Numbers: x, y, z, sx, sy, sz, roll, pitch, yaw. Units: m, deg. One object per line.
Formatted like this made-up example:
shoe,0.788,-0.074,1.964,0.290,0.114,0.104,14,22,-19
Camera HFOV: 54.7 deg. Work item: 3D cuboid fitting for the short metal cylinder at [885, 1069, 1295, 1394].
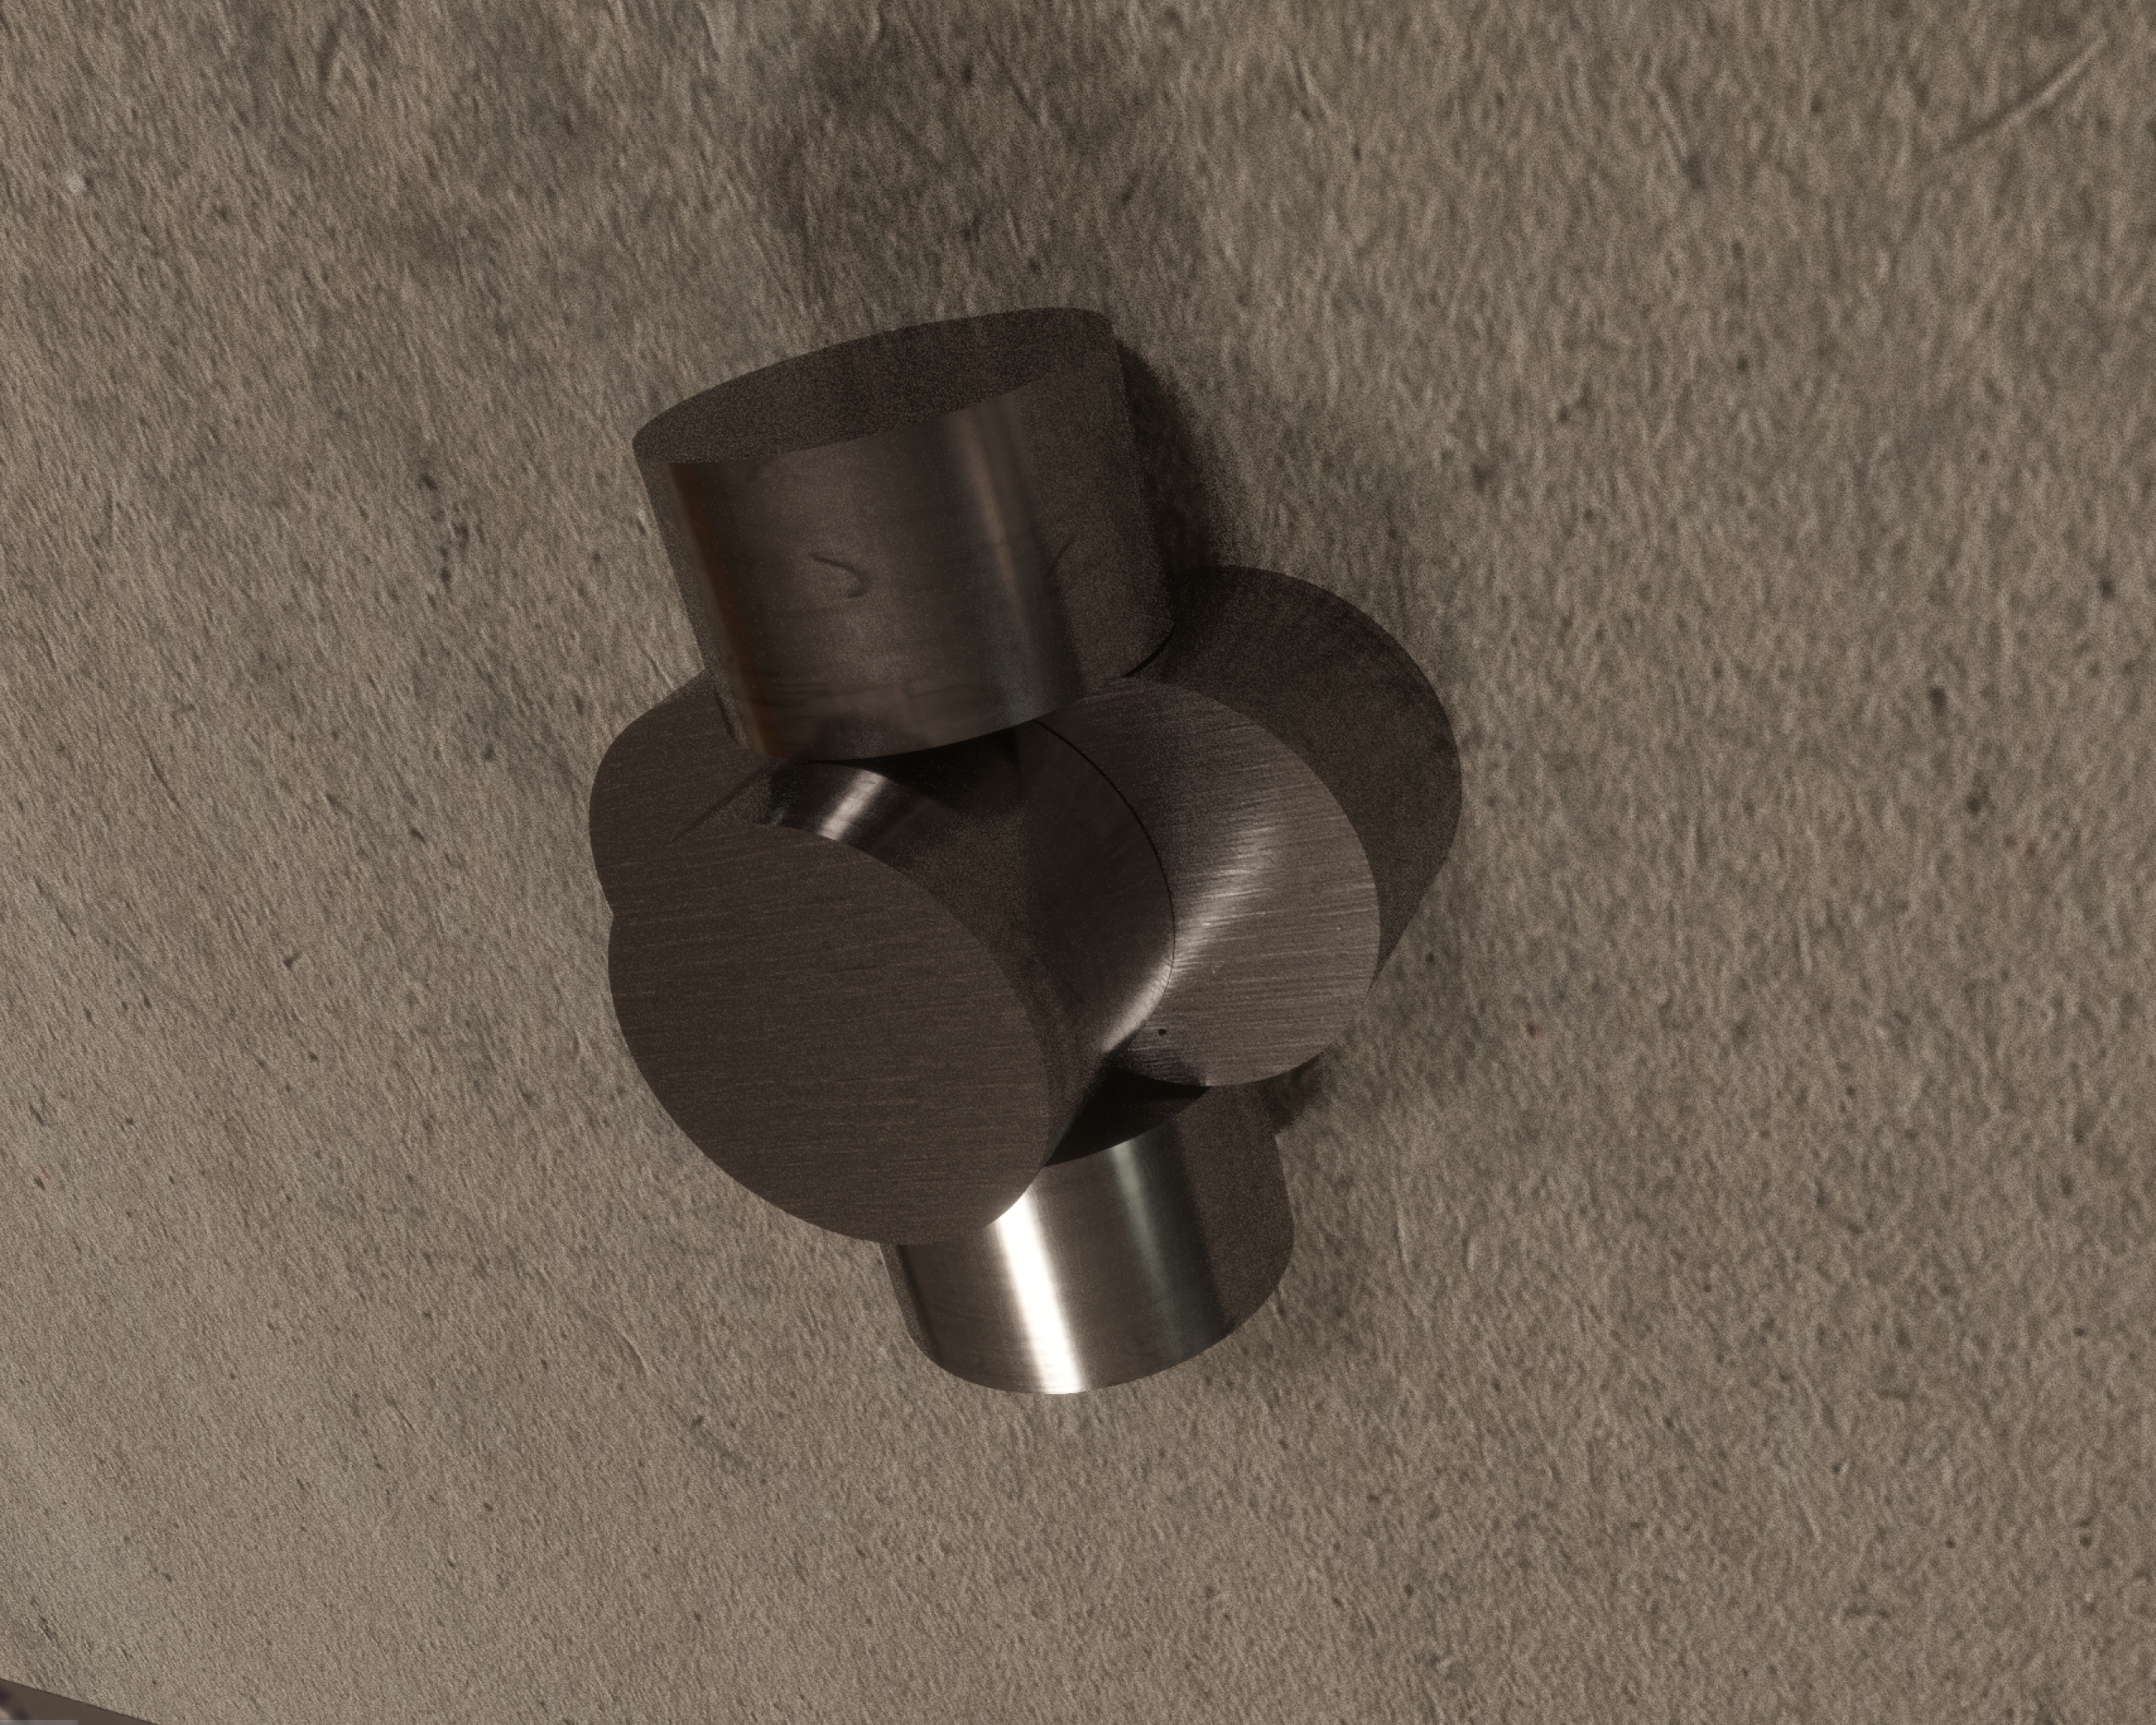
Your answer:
short metal cylinder,-0.002,0.058,0.408,0.080,0.080,0.050,0,119,27

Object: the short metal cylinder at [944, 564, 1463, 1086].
short metal cylinder,0.023,-0.007,0.374,0.080,0.050,0.079,13,124,20

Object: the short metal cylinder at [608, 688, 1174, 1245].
short metal cylinder,-0.031,0.017,0.352,0.080,0.050,0.079,13,124,20

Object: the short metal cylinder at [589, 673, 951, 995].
short metal cylinder,-0.048,-0.007,0.411,0.080,0.050,0.079,13,124,20

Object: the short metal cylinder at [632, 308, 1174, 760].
short metal cylinder,-0.028,-0.057,0.351,0.080,0.080,0.050,0,118,28
